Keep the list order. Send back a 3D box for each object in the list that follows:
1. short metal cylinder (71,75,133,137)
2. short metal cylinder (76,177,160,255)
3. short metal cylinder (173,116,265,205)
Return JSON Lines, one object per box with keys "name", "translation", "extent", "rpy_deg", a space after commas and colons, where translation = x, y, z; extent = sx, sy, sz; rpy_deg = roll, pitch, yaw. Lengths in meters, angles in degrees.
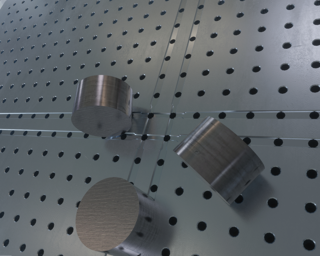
{"name": "short metal cylinder", "translation": [-0.079, -0.029, 0.432], "extent": [0.080, 0.080, 0.050], "rpy_deg": [-13, 56, 21]}
{"name": "short metal cylinder", "translation": [-0.048, 0.103, 0.354], "extent": [0.080, 0.050, 0.080], "rpy_deg": [-13, 56, 21]}
{"name": "short metal cylinder", "translation": [0.059, 0.033, 0.321], "extent": [0.050, 0.080, 0.080], "rpy_deg": [-46, 51, -3]}
